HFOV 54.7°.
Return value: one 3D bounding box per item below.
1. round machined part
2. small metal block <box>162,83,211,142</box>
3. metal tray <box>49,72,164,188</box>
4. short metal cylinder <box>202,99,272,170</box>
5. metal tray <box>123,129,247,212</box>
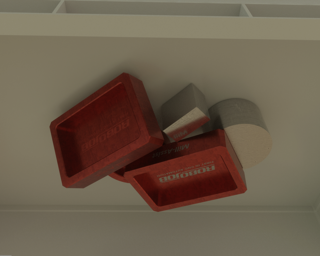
[{"bbox_3d":[-0.033,0.029,0.421,0.099,0.042,0.097,-1,130,0],"label":"round machined part"},{"bbox_3d":[0.030,-0.019,0.374,0.050,0.050,0.025,-36,122,24],"label":"small metal block"},{"bbox_3d":[-0.068,0.006,0.366,0.130,0.090,0.030,-30,156,22],"label":"metal tray"},{"bbox_3d":[0.097,0.009,0.399,0.081,0.050,0.079,0,130,0],"label":"short metal cylinder"},{"bbox_3d":[0.032,0.058,0.391,0.130,0.030,0.090,-18,128,20],"label":"metal tray"}]
